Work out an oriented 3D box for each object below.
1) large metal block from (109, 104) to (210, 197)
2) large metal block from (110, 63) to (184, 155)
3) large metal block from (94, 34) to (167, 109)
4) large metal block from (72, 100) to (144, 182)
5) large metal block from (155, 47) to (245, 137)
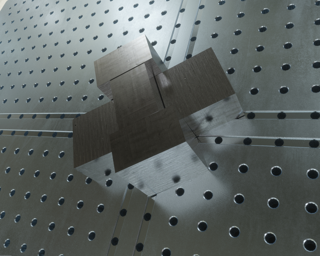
[{"bbox_3d":[0.001,0.029,0.355,0.080,0.080,0.050,-25,53,12],"label":"large metal block"},{"bbox_3d":[-0.016,-0.020,0.394,0.050,0.080,0.080,-26,53,13],"label":"large metal block"},{"bbox_3d":[-0.033,-0.070,0.433,0.080,0.080,0.050,-25,52,13],"label":"large metal block"},{"bbox_3d":[-0.069,0.016,0.421,0.080,0.050,0.080,-24,53,14],"label":"large metal block"},{"bbox_3d":[0.049,-0.042,0.392,0.080,0.050,0.080,-26,55,12],"label":"large metal block"}]
